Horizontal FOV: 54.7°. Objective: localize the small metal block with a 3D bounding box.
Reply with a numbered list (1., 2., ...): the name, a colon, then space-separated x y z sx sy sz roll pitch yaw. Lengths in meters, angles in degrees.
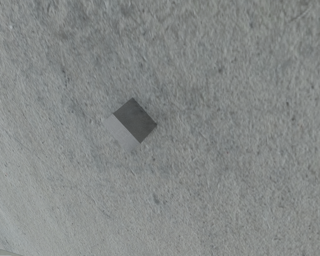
1. small metal block: -0.038 -0.005 0.406 0.050 0.050 0.025 48 129 -6
